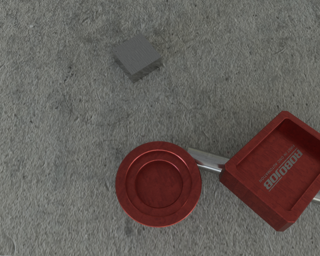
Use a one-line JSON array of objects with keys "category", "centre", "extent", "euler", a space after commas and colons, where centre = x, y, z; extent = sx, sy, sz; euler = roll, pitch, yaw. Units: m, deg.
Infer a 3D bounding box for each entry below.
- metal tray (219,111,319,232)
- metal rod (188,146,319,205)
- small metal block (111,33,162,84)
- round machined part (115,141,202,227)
[{"category": "metal tray", "centre": [0.145, 0.044, 0.366], "extent": [0.131, 0.030, 0.090], "euler": [-36, 65, -28]}, {"category": "metal rod", "centre": [0.178, 0.076, 0.382], "extent": [0.301, 0.025, 0.025], "euler": [16, 71, 5]}, {"category": "small metal block", "centre": [-0.033, -0.100, 0.444], "extent": [0.050, 0.025, 0.050], "euler": [-35, 74, -12]}, {"category": "round machined part", "centre": [-0.001, 0.068, 0.372], "extent": [0.099, 0.042, 0.098], "euler": [-1, 73, 2]}]
